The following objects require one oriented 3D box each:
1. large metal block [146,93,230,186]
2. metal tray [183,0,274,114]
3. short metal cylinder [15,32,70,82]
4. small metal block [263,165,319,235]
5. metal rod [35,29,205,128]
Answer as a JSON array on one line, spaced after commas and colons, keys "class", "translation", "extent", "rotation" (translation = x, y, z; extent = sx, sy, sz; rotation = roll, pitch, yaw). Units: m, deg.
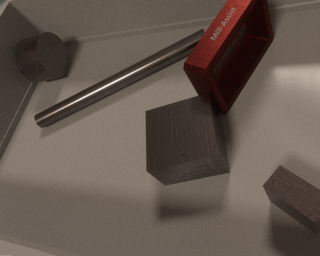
[{"class": "large metal block", "translation": [0.031, 0.015, 0.363], "extent": [0.080, 0.050, 0.080], "rotation": [-15, 56, 19]}, {"class": "metal tray", "translation": [0.088, -0.093, 0.374], "extent": [0.030, 0.090, 0.130], "rotation": [25, 75, 36]}, {"class": "short metal cylinder", "translation": [-0.209, -0.125, 0.554], "extent": [0.050, 0.080, 0.080], "rotation": [-7, 59, 24]}, {"class": "small metal block", "translation": [0.126, 0.066, 0.283], "extent": [0.025, 0.050, 0.050], "rotation": [-49, 52, -6]}, {"class": "metal rod", "translation": [-0.066, -0.072, 0.482], "extent": [0.301, 0.025, 0.025], "rotation": [-24, 53, 12]}]
